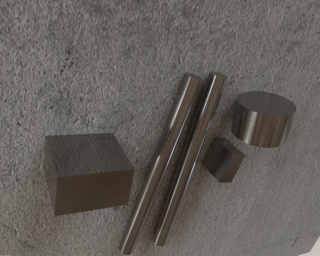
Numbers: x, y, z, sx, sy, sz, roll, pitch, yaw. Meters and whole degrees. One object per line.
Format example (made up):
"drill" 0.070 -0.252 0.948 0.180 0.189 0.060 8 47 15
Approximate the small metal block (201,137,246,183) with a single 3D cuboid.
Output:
"small metal block" 0.096 0.048 0.476 0.025 0.050 0.050 7 115 -32

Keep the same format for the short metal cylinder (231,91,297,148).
"short metal cylinder" 0.147 -0.014 0.445 0.081 0.080 0.050 -10 123 -23

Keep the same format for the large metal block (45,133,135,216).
"large metal block" -0.084 0.048 0.356 0.081 0.080 0.050 -2 120 -28

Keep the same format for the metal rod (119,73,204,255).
"metal rod" -0.006 0.065 0.445 0.025 0.025 0.298 7 115 -32

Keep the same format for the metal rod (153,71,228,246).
"metal rod" 0.039 0.061 0.467 0.025 0.025 0.298 2 118 -30
